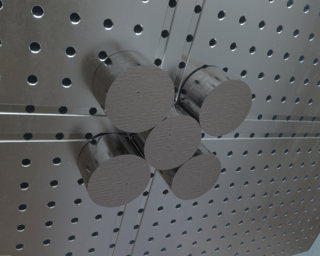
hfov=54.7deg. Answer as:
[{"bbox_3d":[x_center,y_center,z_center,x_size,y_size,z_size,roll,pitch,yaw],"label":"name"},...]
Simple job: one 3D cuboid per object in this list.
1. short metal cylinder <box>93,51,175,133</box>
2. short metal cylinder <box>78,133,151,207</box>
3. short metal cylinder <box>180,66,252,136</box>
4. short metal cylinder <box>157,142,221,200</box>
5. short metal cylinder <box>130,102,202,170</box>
[{"bbox_3d":[-0.030,-0.041,0.353,0.081,0.050,0.079,-14,125,-21],"label":"short metal cylinder"},{"bbox_3d":[-0.059,0.054,0.396,0.081,0.050,0.079,-14,125,-21],"label":"short metal cylinder"},{"bbox_3d":[0.074,-0.036,0.413,0.081,0.050,0.079,-14,125,-21],"label":"short metal cylinder"},{"bbox_3d":[0.042,0.058,0.455,0.081,0.050,0.079,-14,125,-21],"label":"short metal cylinder"},{"bbox_3d":[0.007,0.007,0.404,0.081,0.050,0.079,-14,125,-21],"label":"short metal cylinder"}]
